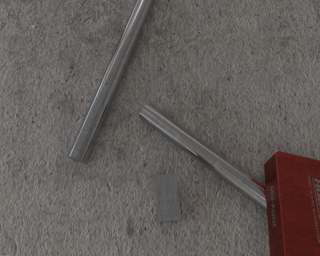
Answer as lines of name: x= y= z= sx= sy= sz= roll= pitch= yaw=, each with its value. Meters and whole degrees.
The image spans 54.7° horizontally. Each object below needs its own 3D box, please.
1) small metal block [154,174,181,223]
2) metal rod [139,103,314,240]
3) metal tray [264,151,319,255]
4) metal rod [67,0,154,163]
small metal block: x=0.008 y=0.084 z=0.364 sx=0.025 sy=0.050 sz=0.050 roll=-4 pitch=70 yaw=-1
metal rod: x=0.098 y=0.064 z=0.385 sx=0.300 sy=0.025 sz=0.025 roll=36 pitch=74 yaw=12
metal tray: x=0.169 y=0.096 z=0.346 sx=0.091 sy=0.030 sz=0.130 roll=13 pitch=54 yaw=-5
metal rod: x=-0.059 y=-0.093 z=0.441 sx=0.025 sy=0.025 sz=0.299 roll=17 pitch=71 yaw=6
